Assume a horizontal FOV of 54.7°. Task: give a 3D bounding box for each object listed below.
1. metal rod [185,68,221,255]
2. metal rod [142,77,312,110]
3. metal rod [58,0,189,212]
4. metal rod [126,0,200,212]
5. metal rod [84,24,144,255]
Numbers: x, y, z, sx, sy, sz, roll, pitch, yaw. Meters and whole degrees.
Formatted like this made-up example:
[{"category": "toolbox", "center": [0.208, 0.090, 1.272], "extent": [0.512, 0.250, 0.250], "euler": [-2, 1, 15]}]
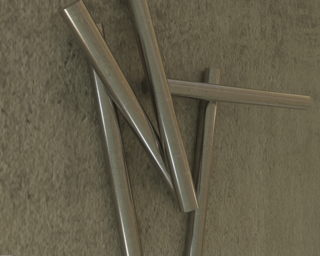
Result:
[{"category": "metal rod", "center": [0.063, 0.059, 0.460], "extent": [0.025, 0.025, 0.298], "euler": [11, 83, -40]}, {"category": "metal rod", "center": [0.116, -0.049, 0.462], "extent": [0.303, 0.025, 0.025], "euler": [2, 89, -27]}, {"category": "metal rod", "center": [-0.021, -0.002, 0.364], "extent": [0.025, 0.025, 0.299], "euler": [-49, 127, -29]}, {"category": "metal rod", "center": [-0.002, -0.049, 0.371], "extent": [0.025, 0.025, 0.298], "euler": [-13, 88, -40]}, {"category": "metal rod", "center": [-0.052, 0.034, 0.362], "extent": [0.025, 0.025, 0.298], "euler": [-15, 100, -39]}]
